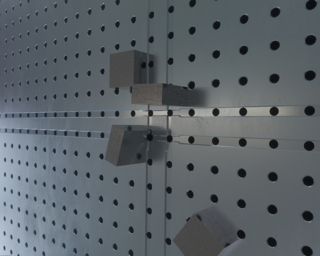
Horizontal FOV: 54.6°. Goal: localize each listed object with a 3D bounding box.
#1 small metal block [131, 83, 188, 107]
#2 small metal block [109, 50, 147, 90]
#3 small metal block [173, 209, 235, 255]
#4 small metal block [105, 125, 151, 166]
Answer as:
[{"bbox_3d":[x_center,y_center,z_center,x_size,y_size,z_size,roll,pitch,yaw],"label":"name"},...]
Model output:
[{"bbox_3d":[0.000,-0.041,0.394,0.050,0.050,0.025,5,93,40],"label":"small metal block"},{"bbox_3d":[-0.047,-0.083,0.449,0.050,0.025,0.050,2,91,40],"label":"small metal block"},{"bbox_3d":[0.051,0.134,0.368,0.050,0.025,0.050,46,118,30],"label":"small metal block"},{"bbox_3d":[-0.045,0.023,0.431,0.025,0.050,0.050,23,105,38],"label":"small metal block"}]
